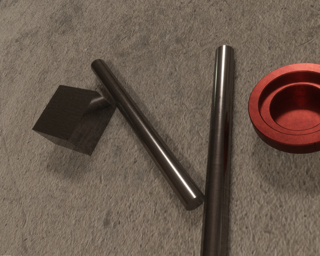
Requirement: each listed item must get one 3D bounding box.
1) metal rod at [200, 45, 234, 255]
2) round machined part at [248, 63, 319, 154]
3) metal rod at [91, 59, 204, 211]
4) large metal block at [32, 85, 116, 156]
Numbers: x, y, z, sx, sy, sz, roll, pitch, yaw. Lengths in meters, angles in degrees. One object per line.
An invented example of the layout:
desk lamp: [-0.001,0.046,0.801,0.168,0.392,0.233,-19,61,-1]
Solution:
metal rod: [0.067,0.028,0.350,0.025,0.025,0.299,-5,59,25]
round machined part: [0.147,-0.017,0.326,0.098,0.042,0.098,-13,56,20]
metal rod: [-0.033,-0.012,0.426,0.025,0.025,0.300,-39,51,2]
large metal block: [-0.127,-0.013,0.460,0.080,0.050,0.080,13,68,33]
